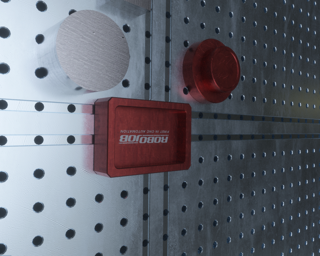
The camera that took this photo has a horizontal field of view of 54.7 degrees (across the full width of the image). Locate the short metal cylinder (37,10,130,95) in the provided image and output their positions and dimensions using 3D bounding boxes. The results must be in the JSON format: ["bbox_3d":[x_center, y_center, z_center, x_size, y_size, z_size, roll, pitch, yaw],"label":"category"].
[{"bbox_3d":[-0.080,-0.076,0.326,0.081,0.050,0.080,0,90,-40],"label":"short metal cylinder"}]

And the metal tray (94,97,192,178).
[{"bbox_3d":[-0.017,0.011,0.391,0.131,0.030,0.089,1,90,-40],"label":"metal tray"}]

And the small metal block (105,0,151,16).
[{"bbox_3d":[-0.037,-0.171,0.377,0.050,0.025,0.050,5,87,-40],"label":"small metal block"}]

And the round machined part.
[{"bbox_3d":[0.084,-0.086,0.468,0.099,0.042,0.097,0,90,-40],"label":"round machined part"}]
